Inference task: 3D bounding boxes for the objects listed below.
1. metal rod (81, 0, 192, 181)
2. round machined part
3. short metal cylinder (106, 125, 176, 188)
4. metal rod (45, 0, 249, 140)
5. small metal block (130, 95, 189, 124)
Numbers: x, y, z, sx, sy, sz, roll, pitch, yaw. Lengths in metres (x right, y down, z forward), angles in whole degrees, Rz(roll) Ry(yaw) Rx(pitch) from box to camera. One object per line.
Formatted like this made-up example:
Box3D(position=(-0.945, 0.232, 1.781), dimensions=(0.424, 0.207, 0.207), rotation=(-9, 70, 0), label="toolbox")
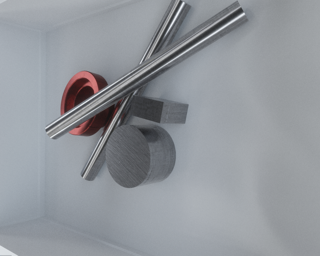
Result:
Box3D(position=(-0.044, -0.040, 0.440), dimensions=(0.025, 0.025, 0.298), rotation=(46, 117, 30), label="metal rod")
Box3D(position=(-0.107, -0.035, 0.476), dimensions=(0.098, 0.042, 0.097), rotation=(-8, 78, 40), label="round machined part")
Box3D(position=(-0.026, 0.036, 0.410), dimensions=(0.080, 0.050, 0.079), rotation=(0, 90, 39), label="short metal cylinder")
Box3D(position=(-0.033, -0.060, 0.390), dimensions=(0.300, 0.025, 0.025), rotation=(-28, 72, 22), label="metal rod")
Box3D(position=(-0.001, -0.023, 0.389), dimensions=(0.050, 0.050, 0.025), rotation=(17, 101, 38), label="small metal block")
